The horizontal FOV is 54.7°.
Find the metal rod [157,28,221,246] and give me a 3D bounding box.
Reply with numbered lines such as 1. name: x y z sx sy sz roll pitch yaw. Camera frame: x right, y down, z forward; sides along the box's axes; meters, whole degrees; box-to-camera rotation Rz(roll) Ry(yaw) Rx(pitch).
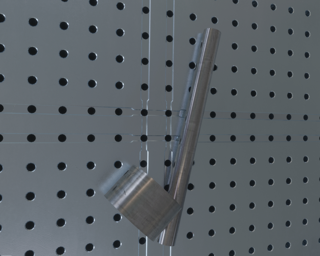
1. metal rod: 0.041 0.009 0.427 0.025 0.025 0.299 15 85 -20

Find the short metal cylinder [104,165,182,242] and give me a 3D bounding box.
1. short metal cylinder: -0.021 0.090 0.376 0.080 0.080 0.050 46 76 -14
